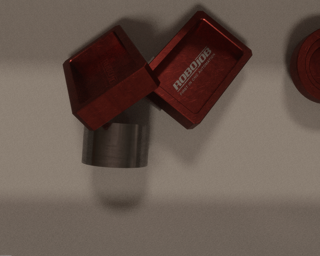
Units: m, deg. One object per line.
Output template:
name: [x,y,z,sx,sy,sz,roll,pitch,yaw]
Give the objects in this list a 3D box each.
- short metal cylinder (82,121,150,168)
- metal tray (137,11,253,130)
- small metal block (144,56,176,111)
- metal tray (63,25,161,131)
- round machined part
short metal cylinder: [-0.054,0.019,0.383,0.081,0.080,0.050,4,90,-1]
metal tray: [0.044,-0.074,0.389,0.090,0.030,0.130,39,71,0]
small metal block: [-0.004,-0.058,0.411,0.050,0.025,0.050,37,89,-1]
metal tray: [-0.063,-0.064,0.360,0.090,0.130,0.030,-34,130,3]
round machined part: [0.219,-0.080,0.406,0.099,0.042,0.097,0,90,-1]
